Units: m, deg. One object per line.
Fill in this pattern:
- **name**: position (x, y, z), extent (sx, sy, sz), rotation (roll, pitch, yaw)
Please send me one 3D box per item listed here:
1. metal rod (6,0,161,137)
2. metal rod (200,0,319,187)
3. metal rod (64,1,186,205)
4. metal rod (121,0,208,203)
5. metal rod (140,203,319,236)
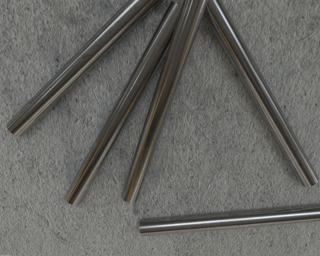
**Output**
- **metal rod**: position (-0.080, -0.093, 0.374), extent (0.300, 0.025, 0.025), rotation (-41, 105, 13)
- **metal rod**: position (0.129, -0.042, 0.395), extent (0.025, 0.025, 0.299), rotation (-32, 107, 11)
- **metal rod**: position (-0.051, -0.019, 0.402), extent (0.025, 0.025, 0.298), rotation (28, 107, -10)
- **metal rod**: position (0.001, -0.029, 0.385), extent (0.025, 0.025, 0.298), rotation (16, 114, -6)
- **metal rod**: position (0.121, 0.135, 0.460), extent (0.302, 0.025, 0.025), rotation (-5, 110, 2)
